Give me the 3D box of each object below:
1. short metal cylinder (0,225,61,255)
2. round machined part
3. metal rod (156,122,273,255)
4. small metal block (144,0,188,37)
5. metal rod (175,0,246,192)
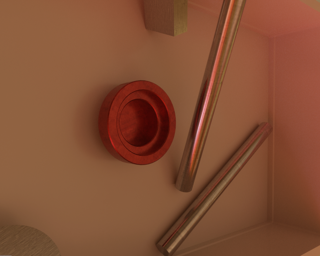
[{"bbox_3d":[-0.130,0.129,0.260,0.080,0.050,0.080,23,45,-26],"label":"short metal cylinder"},{"bbox_3d":[-0.031,-0.006,0.371,0.099,0.042,0.097,0,90,-40],"label":"round machined part"},{"bbox_3d":[0.101,0.082,0.494,0.302,0.025,0.025,-40,115,-33],"label":"metal rod"},{"bbox_3d":[0.007,-0.147,0.387,0.025,0.050,0.050,-32,135,-35],"label":"small metal block"},{"bbox_3d":[0.063,-0.051,0.384,0.025,0.025,0.298,-7,119,-40],"label":"metal rod"}]
